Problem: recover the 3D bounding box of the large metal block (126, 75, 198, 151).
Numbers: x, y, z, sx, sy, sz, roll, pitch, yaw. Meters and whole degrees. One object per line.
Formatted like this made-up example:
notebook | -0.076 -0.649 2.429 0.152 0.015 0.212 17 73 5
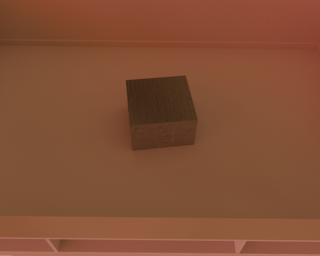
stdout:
large metal block | 0.000 -0.021 0.406 0.081 0.050 0.080 -5 50 -5
